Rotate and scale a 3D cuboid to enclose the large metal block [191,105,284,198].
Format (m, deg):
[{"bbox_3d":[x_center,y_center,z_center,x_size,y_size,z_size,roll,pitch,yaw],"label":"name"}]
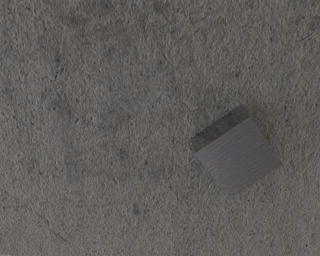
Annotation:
[{"bbox_3d":[0.099,0.030,0.408,0.080,0.050,0.080,-35,107,12],"label":"large metal block"}]
